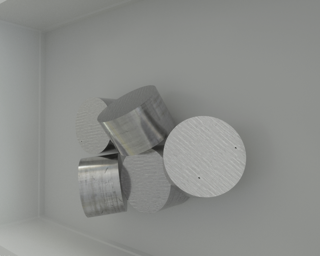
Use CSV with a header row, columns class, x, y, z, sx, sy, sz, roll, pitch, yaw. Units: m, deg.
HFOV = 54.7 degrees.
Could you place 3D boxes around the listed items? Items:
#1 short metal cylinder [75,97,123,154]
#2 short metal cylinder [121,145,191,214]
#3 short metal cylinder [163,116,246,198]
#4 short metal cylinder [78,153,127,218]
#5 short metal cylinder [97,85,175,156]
class,x,y,z,sx,sy,sz,roll,pitch,yaw
short metal cylinder,-0.077,-0.003,0.448,0.080,0.050,0.079,0,90,39
short metal cylinder,-0.003,0.062,0.389,0.080,0.050,0.079,0,90,39
short metal cylinder,0.043,0.032,0.325,0.081,0.050,0.080,0,76,-1
short metal cylinder,-0.076,0.077,0.420,0.050,0.080,0.080,-8,83,-3
short metal cylinder,-0.029,-0.010,0.381,0.080,0.080,0.050,-10,119,39
